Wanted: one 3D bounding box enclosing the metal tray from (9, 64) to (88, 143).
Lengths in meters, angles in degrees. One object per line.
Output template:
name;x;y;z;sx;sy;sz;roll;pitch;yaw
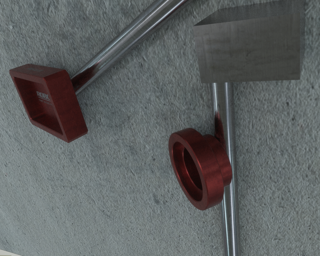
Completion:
metal tray;-0.157;-0.038;0.429;0.130;0.030;0.089;17;129;45

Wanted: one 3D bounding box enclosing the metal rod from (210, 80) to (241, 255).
metal rod;0.089;0.075;0.405;0.025;0.025;0.298;4;121;25

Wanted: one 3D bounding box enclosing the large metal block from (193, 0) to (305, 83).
large metal block;0.084;-0.079;0.277;0.080;0.080;0.050;2;119;27

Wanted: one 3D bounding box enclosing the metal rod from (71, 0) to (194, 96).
metal rod;-0.034;-0.104;0.359;0.299;0.025;0.025;-29;103;37

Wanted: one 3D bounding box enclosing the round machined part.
round machined part;0.051;0.046;0.375;0.098;0.042;0.097;162;90;-73
